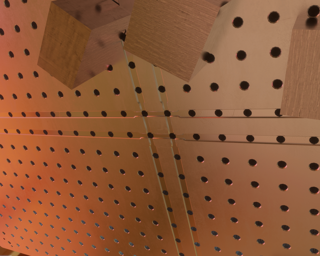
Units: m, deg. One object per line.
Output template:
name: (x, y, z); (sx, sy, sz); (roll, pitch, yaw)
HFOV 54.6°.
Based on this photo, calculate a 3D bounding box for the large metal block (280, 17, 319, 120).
large metal block: (0.158, -0.053, 0.279); (0.080, 0.050, 0.080); (10, 123, 23)

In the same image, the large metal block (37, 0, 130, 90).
large metal block: (-0.087, -0.103, 0.359); (0.050, 0.080, 0.080); (36, 129, 4)

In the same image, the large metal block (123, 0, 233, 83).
large metal block: (0.017, -0.107, 0.321); (0.080, 0.050, 0.079); (29, 128, 9)
